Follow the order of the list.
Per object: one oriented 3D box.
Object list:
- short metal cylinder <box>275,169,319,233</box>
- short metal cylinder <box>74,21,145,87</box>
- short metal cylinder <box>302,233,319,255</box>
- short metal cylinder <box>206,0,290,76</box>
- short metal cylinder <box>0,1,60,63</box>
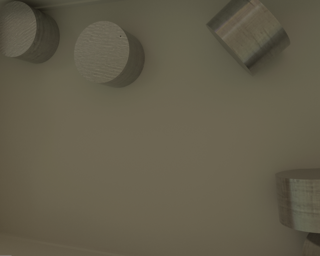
[{"bbox_3d":[0.165,0.072,0.323,0.080,0.080,0.050,-5,88,19],"label":"short metal cylinder"},{"bbox_3d":[-0.067,-0.097,0.420,0.080,0.050,0.079,0,90,19],"label":"short metal cylinder"},{"bbox_3d":[0.192,0.138,0.308,0.081,0.050,0.080,4,77,-19],"label":"short metal cylinder"},{"bbox_3d":[0.097,-0.104,0.347,0.050,0.080,0.080,-42,77,15],"label":"short metal cylinder"},{"bbox_3d":[-0.201,-0.141,0.466,0.080,0.050,0.079,0,90,19],"label":"short metal cylinder"}]
